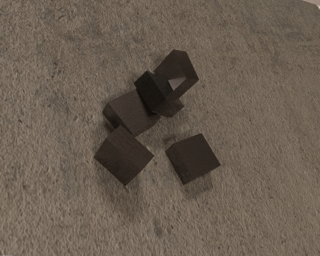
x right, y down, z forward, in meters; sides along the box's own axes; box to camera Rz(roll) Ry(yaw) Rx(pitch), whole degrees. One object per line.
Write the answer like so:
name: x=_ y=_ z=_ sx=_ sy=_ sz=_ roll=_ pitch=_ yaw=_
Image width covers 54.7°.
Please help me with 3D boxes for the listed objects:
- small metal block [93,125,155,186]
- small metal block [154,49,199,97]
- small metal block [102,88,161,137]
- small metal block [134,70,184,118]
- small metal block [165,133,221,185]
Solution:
small metal block: x=-0.041 y=0.032 z=0.347 sx=0.050 sy=0.050 sz=0.025 roll=42 pitch=51 yaw=0
small metal block: x=0.023 y=-0.076 z=0.446 sx=0.025 sy=0.050 sz=0.050 roll=-2 pitch=62 yaw=-40
small metal block: x=-0.036 y=-0.017 z=0.396 sx=0.050 sy=0.025 sz=0.050 roll=-32 pitch=80 yaw=-38
small metal block: x=-0.001 y=-0.044 z=0.413 sx=0.050 sy=0.025 sz=0.050 roll=13 pitch=40 yaw=-58
small metal block: x=0.043 y=0.040 z=0.404 sx=0.050 sy=0.025 sz=0.050 roll=-18 pitch=72 yaw=-35
